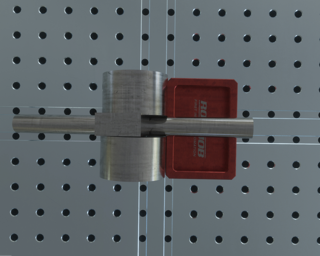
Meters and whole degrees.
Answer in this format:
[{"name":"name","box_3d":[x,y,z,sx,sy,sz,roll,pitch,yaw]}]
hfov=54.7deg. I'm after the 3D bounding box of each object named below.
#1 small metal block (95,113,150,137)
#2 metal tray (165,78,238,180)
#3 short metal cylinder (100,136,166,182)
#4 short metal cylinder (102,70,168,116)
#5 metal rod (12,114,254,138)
[{"name":"small metal block","box_3d":[-0.041,-0.004,0.353,0.050,0.050,0.025,1,90,8]},{"name":"metal tray","box_3d":[0.053,0.001,0.411,0.091,0.030,0.129,1,90,0]},{"name":"short metal cylinder","box_3d":[-0.033,0.035,0.385,0.081,0.080,0.050,1,90,0]},{"name":"short metal cylinder","box_3d":[-0.031,-0.040,0.384,0.081,0.080,0.050,1,90,0]},{"name":"metal rod","box_3d":[-0.040,-0.003,0.390,0.301,0.025,0.025,1,90,8]}]
